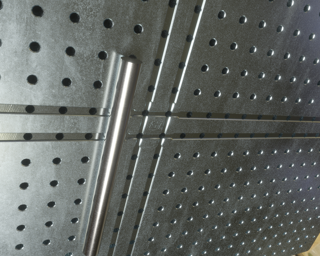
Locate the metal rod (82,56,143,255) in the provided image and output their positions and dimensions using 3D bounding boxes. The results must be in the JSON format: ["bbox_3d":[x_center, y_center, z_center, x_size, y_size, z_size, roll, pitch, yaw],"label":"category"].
[{"bbox_3d":[-0.068,0.055,0.408,0.025,0.025,0.298,1,118,-29],"label":"metal rod"}]
